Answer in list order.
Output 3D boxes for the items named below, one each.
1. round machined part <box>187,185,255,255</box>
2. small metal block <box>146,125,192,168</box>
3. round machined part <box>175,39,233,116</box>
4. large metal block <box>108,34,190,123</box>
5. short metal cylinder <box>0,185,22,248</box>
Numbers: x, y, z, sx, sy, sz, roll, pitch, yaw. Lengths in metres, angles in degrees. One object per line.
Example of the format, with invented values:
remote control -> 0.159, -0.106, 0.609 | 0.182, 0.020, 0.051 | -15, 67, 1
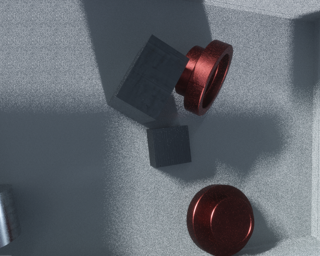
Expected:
round machined part -> 0.090, 0.128, 0.430 | 0.099, 0.042, 0.097 | 3, 81, -20
small metal block -> 0.012, 0.024, 0.416 | 0.050, 0.025, 0.050 | -7, 93, -20
round machined part -> 0.054, -0.068, 0.403 | 0.042, 0.098, 0.098 | 27, 79, 17
large metal block -> -0.017, -0.054, 0.374 | 0.050, 0.080, 0.080 | 30, 80, -13
short metal cylinder -> -0.188, 0.093, 0.312 | 0.081, 0.080, 0.050 | -11, 94, -20
